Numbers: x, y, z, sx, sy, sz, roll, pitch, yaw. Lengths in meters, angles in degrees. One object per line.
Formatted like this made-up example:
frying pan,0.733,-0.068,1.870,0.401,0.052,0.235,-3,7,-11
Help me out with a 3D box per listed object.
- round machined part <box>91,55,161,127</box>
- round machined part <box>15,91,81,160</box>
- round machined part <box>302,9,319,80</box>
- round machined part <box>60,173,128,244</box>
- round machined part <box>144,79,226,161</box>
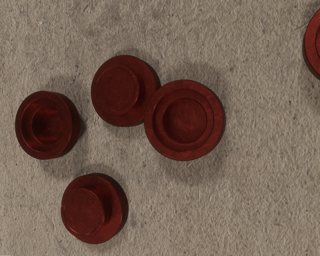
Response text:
round machined part,-0.051,-0.050,0.417,0.098,0.042,0.097,0,90,19
round machined part,-0.158,-0.004,0.454,0.098,0.042,0.097,0,90,19
round machined part,0.205,-0.089,0.328,0.098,0.042,0.097,0,90,19
round machined part,-0.098,0.114,0.433,0.098,0.042,0.097,0,90,19
round machined part,0.033,-0.009,0.388,0.098,0.042,0.097,0,90,19
